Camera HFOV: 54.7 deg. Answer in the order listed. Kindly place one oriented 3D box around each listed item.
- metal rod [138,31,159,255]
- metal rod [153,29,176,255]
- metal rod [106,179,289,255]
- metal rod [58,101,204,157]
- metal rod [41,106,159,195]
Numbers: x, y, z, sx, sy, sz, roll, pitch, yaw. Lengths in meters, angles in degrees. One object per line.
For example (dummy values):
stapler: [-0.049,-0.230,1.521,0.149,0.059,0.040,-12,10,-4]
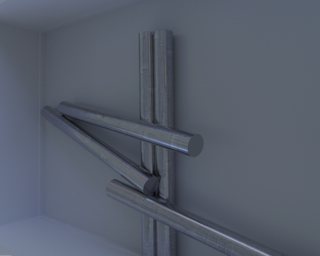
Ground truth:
metal rod: [-0.014,0.023,0.412,0.025,0.025,0.298,-2,89,39]
metal rod: [0.006,0.026,0.396,0.025,0.025,0.298,-1,89,39]
metal rod: [0.058,0.116,0.333,0.300,0.025,0.025,16,100,33]
metal rod: [-0.064,-0.008,0.430,0.300,0.025,0.025,15,99,46]
metal rod: [-0.110,0.020,0.477,0.300,0.025,0.025,27,107,42]
